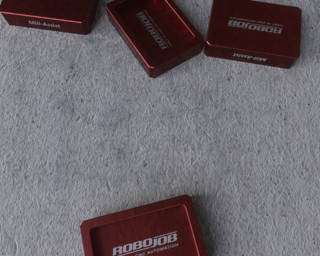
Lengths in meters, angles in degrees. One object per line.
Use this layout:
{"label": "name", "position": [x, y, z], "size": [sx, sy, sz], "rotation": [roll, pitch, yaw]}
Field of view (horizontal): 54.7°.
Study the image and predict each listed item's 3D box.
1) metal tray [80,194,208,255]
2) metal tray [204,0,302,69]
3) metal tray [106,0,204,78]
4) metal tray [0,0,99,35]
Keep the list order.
{"label": "metal tray", "position": [-0.017, 0.137, 0.355], "size": [0.131, 0.030, 0.090], "rotation": [-13, 71, -5]}
{"label": "metal tray", "position": [0.137, -0.143, 0.458], "size": [0.131, 0.030, 0.090], "rotation": [10, 70, 3]}
{"label": "metal tray", "position": [-0.009, -0.148, 0.459], "size": [0.090, 0.030, 0.130], "rotation": [-31, 73, -11]}
{"label": "metal tray", "position": [-0.165, -0.196, 0.476], "size": [0.131, 0.030, 0.090], "rotation": [8, 70, 3]}
